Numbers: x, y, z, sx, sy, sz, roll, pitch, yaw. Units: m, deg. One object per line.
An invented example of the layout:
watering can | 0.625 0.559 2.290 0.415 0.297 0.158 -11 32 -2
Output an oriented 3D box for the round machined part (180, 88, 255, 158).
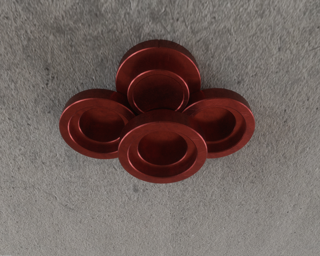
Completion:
round machined part | 0.065 -0.010 0.390 0.099 0.042 0.097 -1 130 0

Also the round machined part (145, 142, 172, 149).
round machined part | -0.003 0.027 0.421 0.099 0.042 0.097 -1 130 0

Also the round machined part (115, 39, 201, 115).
round machined part | -0.002 -0.048 0.357 0.099 0.042 0.097 -1 130 0

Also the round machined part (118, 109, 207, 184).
round machined part | 0.003 0.017 0.356 0.099 0.042 0.097 -1 131 0

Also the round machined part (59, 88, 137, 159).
round machined part | -0.071 -0.009 0.389 0.099 0.042 0.097 -1 130 0
